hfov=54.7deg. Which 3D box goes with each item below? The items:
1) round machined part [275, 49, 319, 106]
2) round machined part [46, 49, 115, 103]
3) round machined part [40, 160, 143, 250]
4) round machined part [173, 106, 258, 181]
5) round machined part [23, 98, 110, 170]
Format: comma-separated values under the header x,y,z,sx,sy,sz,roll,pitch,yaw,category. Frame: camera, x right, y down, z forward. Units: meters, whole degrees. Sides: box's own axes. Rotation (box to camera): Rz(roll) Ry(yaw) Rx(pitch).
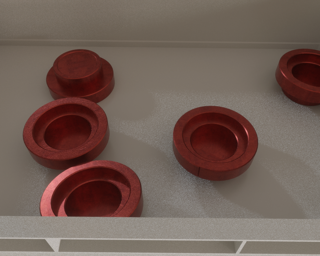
x,y,z,sx,sy,sz,roll,pitch,yaw,category
0.220,-0.070,0.456,0.099,0.042,0.098,0,50,0,round machined part
-0.119,-0.080,0.460,0.099,0.042,0.098,0,50,0,round machined part
-0.066,0.081,0.316,0.099,0.042,0.098,-2,36,2,round machined part
0.064,0.022,0.376,0.099,0.042,0.098,0,50,0,round machined part
-0.112,0.011,0.383,0.099,0.042,0.098,0,50,0,round machined part
